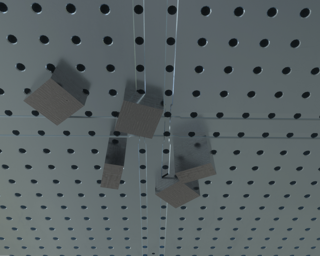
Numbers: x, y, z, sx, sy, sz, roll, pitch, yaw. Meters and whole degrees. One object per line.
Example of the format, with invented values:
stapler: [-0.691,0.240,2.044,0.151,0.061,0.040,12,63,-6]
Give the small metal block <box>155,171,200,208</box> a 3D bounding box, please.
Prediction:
small metal block: [0.028,0.097,0.495,0.050,0.025,0.050,-34,123,25]

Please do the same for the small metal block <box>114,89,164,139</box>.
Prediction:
small metal block: [-0.027,-0.017,0.397,0.050,0.025,0.050,13,129,-12]

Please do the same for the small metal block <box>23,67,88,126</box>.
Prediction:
small metal block: [-0.126,-0.037,0.378,0.050,0.025,0.050,-32,124,24]

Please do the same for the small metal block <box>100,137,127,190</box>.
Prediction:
small metal block: [-0.065,0.050,0.437,0.025,0.050,0.050,10,129,-9]

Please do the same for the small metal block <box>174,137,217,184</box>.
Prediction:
small metal block: [0.048,0.045,0.435,0.050,0.050,0.025,-19,128,15]
